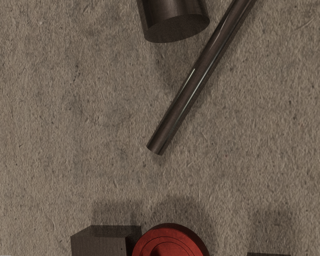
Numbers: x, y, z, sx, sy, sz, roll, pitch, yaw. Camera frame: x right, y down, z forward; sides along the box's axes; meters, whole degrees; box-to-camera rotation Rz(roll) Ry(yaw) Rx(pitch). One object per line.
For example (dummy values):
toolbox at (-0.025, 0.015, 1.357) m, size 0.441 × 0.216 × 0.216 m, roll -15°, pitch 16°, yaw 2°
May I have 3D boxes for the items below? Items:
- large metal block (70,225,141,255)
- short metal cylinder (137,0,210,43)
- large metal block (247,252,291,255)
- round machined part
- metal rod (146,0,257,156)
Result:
large metal block at (-0.069, 0.179, 0.419) m, size 0.080 × 0.050 × 0.080 m, roll -6°, pitch 88°, yaw 19°
short metal cylinder at (0.015, -0.142, 0.374) m, size 0.080 × 0.080 × 0.050 m, roll -13°, pitch 86°, yaw 19°
large metal block at (0.121, 0.192, 0.337) m, size 0.050 × 0.080 × 0.080 m, roll -4°, pitch 89°, yaw 20°
round machined part at (0.017, 0.169, 0.393) m, size 0.098 × 0.042 × 0.097 m, roll 0°, pitch 90°, yaw 19°
metal rod at (0.068, -0.097, 0.384) m, size 0.025 × 0.025 × 0.299 m, roll 34°, pitch 101°, yaw 16°
